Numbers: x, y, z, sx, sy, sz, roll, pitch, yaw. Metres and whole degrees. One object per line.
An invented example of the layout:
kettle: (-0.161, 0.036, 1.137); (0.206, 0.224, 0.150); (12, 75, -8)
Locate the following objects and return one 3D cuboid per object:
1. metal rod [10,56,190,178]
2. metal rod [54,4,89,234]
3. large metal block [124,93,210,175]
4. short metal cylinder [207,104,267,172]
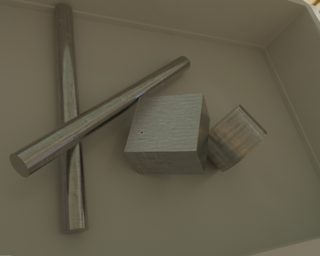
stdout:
metal rod: (-0.044, -0.034, 0.382); (0.025, 0.025, 0.302); (46, 44, 4)
metal rod: (-0.108, -0.031, 0.366); (0.025, 0.025, 0.299); (3, 60, -27)
large metal block: (0.012, 0.008, 0.367); (0.080, 0.050, 0.080); (-2, 52, 19)
short metal cylinder: (0.095, 0.013, 0.415); (0.050, 0.080, 0.080); (47, 51, 4)
